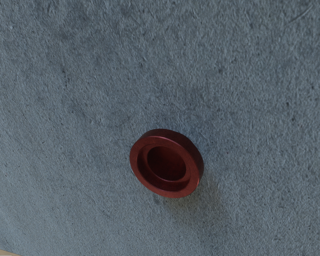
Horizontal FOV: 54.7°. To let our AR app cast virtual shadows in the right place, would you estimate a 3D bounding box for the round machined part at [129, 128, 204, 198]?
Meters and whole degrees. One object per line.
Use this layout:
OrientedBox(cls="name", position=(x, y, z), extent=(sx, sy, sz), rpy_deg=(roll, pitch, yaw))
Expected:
OrientedBox(cls="round machined part", position=(0.012, 0.043, 0.416), extent=(0.098, 0.042, 0.097), rpy_deg=(13, 124, 20))
